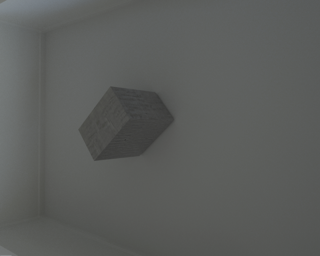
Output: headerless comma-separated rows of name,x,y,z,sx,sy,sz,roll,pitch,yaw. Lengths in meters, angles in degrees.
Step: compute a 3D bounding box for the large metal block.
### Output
large metal block,-0.044,-0.004,0.401,0.080,0.081,0.050,-47,62,29
